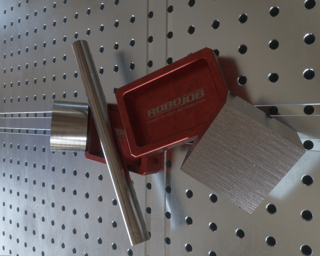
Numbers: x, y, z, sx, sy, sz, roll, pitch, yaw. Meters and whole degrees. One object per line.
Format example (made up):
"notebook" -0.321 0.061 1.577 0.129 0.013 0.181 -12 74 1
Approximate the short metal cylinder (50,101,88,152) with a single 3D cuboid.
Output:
"short metal cylinder" -0.142 -0.002 0.487 0.080 0.050 0.080 -176 89 -75

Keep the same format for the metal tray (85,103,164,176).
"metal tray" -0.055 0.011 0.451 0.130 0.030 0.089 9 96 39

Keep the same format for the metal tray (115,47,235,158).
"metal tray" 0.017 -0.026 0.367 0.130 0.030 0.090 -22 76 20

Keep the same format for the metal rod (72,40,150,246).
"metal rod" -0.073 0.009 0.430 0.025 0.025 0.299 -31 71 35

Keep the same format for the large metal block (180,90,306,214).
"large metal block" 0.078 0.022 0.305 0.080 0.050 0.080 32 114 2
